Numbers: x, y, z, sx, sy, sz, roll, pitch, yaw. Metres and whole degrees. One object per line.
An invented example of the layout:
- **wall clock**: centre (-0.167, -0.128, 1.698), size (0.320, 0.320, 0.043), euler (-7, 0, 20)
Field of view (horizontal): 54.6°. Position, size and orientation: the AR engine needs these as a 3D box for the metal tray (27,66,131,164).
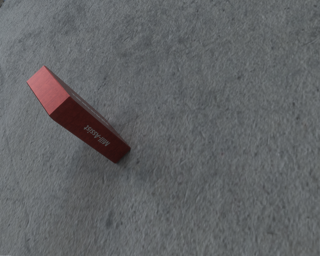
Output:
- **metal tray**: centre (-0.100, -0.014, 0.399), size (0.030, 0.130, 0.090), euler (-45, 51, -2)
